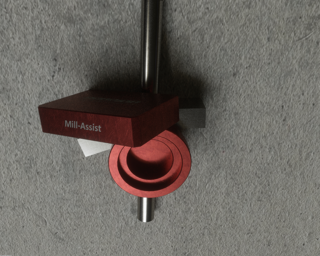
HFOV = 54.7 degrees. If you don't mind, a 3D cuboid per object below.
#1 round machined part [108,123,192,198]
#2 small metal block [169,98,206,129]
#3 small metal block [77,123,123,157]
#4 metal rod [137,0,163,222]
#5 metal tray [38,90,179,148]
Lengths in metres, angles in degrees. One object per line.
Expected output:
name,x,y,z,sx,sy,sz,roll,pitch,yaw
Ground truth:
round machined part,-0.012,0.034,0.385,0.099,0.042,0.097,-1,114,-2
small metal block,0.029,-0.020,0.391,0.050,0.050,0.025,-1,110,0
small metal block,-0.073,0.008,0.400,0.050,0.050,0.025,-18,109,6
metal rod,-0.015,-0.008,0.408,0.025,0.025,0.298,2,110,-1
metal tray,-0.055,-0.016,0.345,0.130,0.091,0.030,7,112,28
